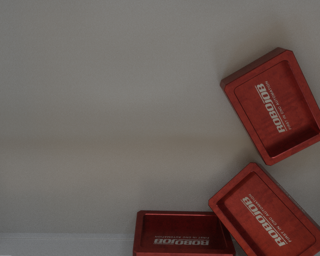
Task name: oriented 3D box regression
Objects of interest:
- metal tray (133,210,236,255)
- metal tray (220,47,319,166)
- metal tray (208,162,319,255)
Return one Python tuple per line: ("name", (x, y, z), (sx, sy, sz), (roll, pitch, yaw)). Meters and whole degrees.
("metal tray", (0.031, 0.155, 0.433), (0.131, 0.090, 0.030), (2, 110, -1))
("metal tray", (0.148, -0.025, 0.400), (0.090, 0.030, 0.130), (-30, 108, 10))
("metal tray", (0.139, 0.121, 0.410), (0.090, 0.030, 0.130), (-46, 61, 14))
